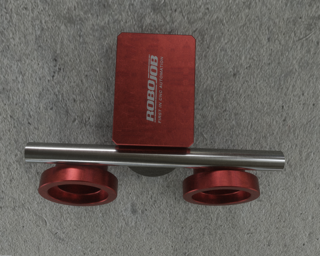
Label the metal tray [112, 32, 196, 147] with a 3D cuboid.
[{"bbox_3d":[-0.006,-0.043,0.364,0.091,0.030,0.129,2,84,-2],"label":"metal tray"}]

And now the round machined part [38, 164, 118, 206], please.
[{"bbox_3d":[-0.105,0.068,0.408,0.099,0.042,0.098,-1,149,0],"label":"round machined part"}]

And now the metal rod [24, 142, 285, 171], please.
[{"bbox_3d":[-0.005,0.035,0.371,0.302,0.025,0.025,2,110,-2],"label":"metal rod"}]

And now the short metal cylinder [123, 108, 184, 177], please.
[{"bbox_3d":[-0.009,0.016,0.404,0.081,0.050,0.079,0,110,-1],"label":"short metal cylinder"}]

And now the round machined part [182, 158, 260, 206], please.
[{"bbox_3d":[0.079,0.071,0.411,0.099,0.042,0.098,0,153,0],"label":"round machined part"}]
